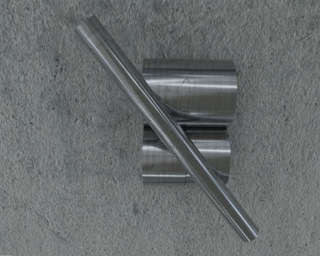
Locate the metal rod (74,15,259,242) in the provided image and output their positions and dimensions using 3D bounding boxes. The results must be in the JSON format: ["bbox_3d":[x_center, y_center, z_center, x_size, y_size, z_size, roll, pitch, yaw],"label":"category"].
[{"bbox_3d":[0.019,0.015,0.331,0.025,0.025,0.300,-35,107,12],"label":"metal rod"}]

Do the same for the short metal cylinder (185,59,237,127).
[{"bbox_3d":[0.056,-0.041,0.367,0.050,0.080,0.079,1,110,0],"label":"short metal cylinder"}]

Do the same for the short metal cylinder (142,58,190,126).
[{"bbox_3d":[0.006,-0.042,0.366,0.050,0.080,0.079,1,110,0],"label":"short metal cylinder"}]

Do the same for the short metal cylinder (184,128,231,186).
[{"bbox_3d":[0.056,0.033,0.395,0.050,0.080,0.079,1,110,0],"label":"short metal cylinder"}]

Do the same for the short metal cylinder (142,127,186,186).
[{"bbox_3d":[0.005,0.034,0.394,0.050,0.080,0.079,1,110,0],"label":"short metal cylinder"}]
